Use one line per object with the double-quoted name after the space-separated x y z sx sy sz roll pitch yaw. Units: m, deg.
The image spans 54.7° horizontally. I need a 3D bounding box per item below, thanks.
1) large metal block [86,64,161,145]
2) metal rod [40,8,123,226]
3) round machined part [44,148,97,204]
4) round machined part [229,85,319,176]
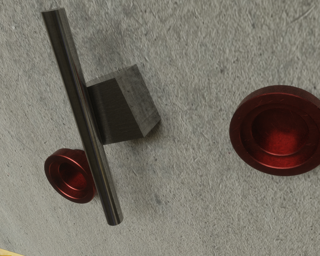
-0.058 -0.028 0.404 0.080 0.050 0.080 -12 113 33 "large metal block"
-0.090 0.006 0.393 0.025 0.025 0.298 5 121 26 "metal rod"
-0.139 0.074 0.515 0.098 0.042 0.097 13 124 21 "round machined part"
0.127 0.000 0.329 0.098 0.042 0.097 13 124 21 "round machined part"
